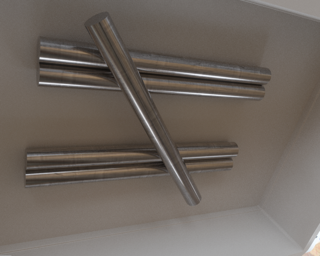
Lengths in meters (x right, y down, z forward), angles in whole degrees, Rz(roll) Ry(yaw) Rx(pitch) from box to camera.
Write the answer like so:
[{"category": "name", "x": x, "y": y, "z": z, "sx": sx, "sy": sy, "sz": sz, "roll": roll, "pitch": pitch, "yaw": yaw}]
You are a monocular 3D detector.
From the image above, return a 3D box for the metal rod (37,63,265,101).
[{"category": "metal rod", "x": 0.012, "y": -0.053, "z": 0.380, "sx": 0.303, "sy": 0.025, "sz": 0.025, "roll": 0, "pitch": 118, "yaw": -29}]

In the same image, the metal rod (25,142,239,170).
[{"category": "metal rod", "x": -0.017, "y": 0.035, "z": 0.418, "sx": 0.303, "sy": 0.025, "sz": 0.025, "roll": 0, "pitch": 119, "yaw": -29}]

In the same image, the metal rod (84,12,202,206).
[{"category": "metal rod", "x": -0.004, "y": 0.004, "z": 0.375, "sx": 0.025, "sy": 0.025, "sz": 0.299, "roll": -33, "pitch": 129, "yaw": -7}]

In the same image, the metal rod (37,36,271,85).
[{"category": "metal rod", "x": 0.016, "y": -0.074, "z": 0.369, "sx": 0.303, "sy": 0.025, "sz": 0.025, "roll": 0, "pitch": 118, "yaw": -29}]

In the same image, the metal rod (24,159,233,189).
[{"category": "metal rod", "x": -0.023, "y": 0.057, "z": 0.429, "sx": 0.303, "sy": 0.025, "sz": 0.025, "roll": 0, "pitch": 119, "yaw": -29}]
